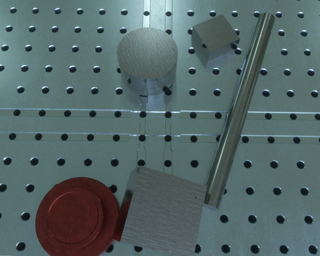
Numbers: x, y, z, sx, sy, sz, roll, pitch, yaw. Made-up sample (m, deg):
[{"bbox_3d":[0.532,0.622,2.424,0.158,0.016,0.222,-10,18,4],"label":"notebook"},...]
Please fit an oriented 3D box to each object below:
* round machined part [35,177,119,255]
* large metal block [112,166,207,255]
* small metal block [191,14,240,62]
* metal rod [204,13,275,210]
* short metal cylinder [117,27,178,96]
[{"bbox_3d":[-0.097,0.106,0.363,0.099,0.042,0.098,0,70,-1],"label":"round machined part"},{"bbox_3d":[0.000,0.096,0.352,0.080,0.050,0.080,19,70,-12],"label":"large metal block"},{"bbox_3d":[0.082,-0.135,0.462,0.050,0.025,0.050,-25,72,-9],"label":"small metal block"},{"bbox_3d":[0.112,-0.036,0.426,0.025,0.025,0.300,19,71,6],"label":"metal rod"},{"bbox_3d":[-0.017,-0.092,0.432,0.081,0.050,0.080,0,70,0],"label":"short metal cylinder"}]
